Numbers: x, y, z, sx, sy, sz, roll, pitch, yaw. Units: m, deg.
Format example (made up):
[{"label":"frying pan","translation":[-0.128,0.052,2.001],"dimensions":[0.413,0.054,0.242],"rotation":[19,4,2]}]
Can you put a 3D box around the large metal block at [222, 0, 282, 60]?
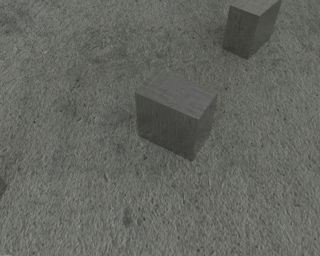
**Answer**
[{"label":"large metal block","translation":[0.153,-0.174,0.515],"dimensions":[0.050,0.080,0.080],"rotation":[33,57,24]}]

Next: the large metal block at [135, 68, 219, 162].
[{"label":"large metal block","translation":[0.019,-0.015,0.380],"dimensions":[0.080,0.080,0.050],"rotation":[25,55,19]}]

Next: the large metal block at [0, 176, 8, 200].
[{"label":"large metal block","translation":[-0.224,0.077,0.320],"dimensions":[0.080,0.050,0.080],"rotation":[7,50,5]}]
